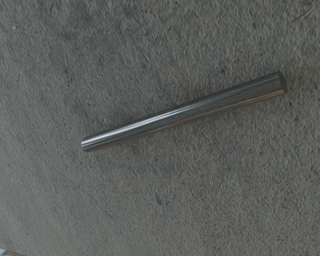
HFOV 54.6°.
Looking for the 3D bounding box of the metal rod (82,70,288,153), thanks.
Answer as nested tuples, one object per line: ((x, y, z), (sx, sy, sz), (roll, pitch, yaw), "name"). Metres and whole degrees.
((0.006, -0.010, 0.397), (0.300, 0.025, 0.025), (-17, 110, 35), "metal rod")
